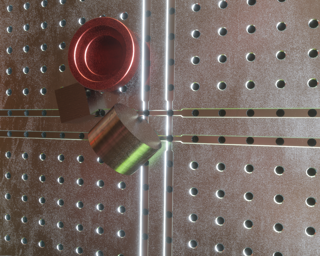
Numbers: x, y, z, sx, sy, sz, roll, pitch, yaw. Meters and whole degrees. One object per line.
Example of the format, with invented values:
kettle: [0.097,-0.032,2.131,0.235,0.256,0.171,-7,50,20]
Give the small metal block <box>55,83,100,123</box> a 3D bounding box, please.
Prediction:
small metal block: [-0.122,-0.037,0.456,0.050,0.025,0.050,-15,85,19]

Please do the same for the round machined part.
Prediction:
round machined part: [-0.073,-0.098,0.428,0.098,0.042,0.097,-1,88,18]

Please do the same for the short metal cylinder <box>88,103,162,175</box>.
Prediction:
short metal cylinder: [-0.044,0.014,0.399,0.050,0.080,0.080,-45,76,15]
